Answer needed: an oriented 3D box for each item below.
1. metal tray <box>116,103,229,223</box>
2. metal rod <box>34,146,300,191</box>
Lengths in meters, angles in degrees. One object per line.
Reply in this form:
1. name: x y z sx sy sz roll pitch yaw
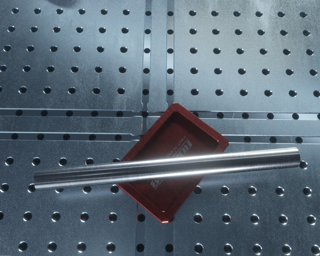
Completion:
1. metal tray: 0.013 0.042 0.393 0.090 0.030 0.130 38 74 12
2. metal rod: 0.010 0.047 0.361 0.302 0.025 0.025 -5 70 -2
